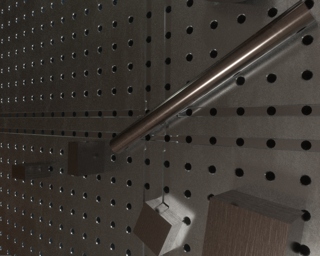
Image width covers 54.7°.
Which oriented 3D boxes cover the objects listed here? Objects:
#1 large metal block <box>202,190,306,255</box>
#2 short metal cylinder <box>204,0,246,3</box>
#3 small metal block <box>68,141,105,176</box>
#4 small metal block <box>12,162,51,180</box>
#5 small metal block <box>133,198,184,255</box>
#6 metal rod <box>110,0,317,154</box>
[{"bbox_3d":[0.093,0.116,0.315,0.080,0.050,0.079,11,97,39],"label":"large metal block"},{"bbox_3d":[0.059,-0.169,0.324,0.080,0.081,0.050,18,102,38],"label":"short metal cylinder"},{"bbox_3d":[-0.115,0.046,0.486,0.025,0.050,0.050,3,92,40],"label":"small metal block"},{"bbox_3d":[-0.246,0.082,0.592,0.050,0.050,0.025,-1,90,39],"label":"small metal block"},{"bbox_3d":[-0.003,0.130,0.410,0.050,0.025,0.050,33,110,34],"label":"small metal block"},{"bbox_3d":[0.038,-0.042,0.376,0.299,0.025,0.025,-34,69,34],"label":"metal rod"}]
